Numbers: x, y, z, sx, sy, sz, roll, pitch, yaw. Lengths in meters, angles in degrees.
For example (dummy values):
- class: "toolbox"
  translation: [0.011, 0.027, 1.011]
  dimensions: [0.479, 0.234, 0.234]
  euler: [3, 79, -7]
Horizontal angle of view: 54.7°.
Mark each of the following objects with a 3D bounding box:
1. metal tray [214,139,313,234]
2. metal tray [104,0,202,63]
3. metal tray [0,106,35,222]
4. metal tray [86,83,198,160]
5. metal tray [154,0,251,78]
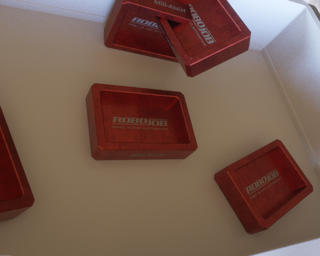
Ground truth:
- class: "metal tray"
  translation: [0.149, 0.077, 0.437]
  dimensions: [0.131, 0.030, 0.090]
  euler: [-20, 73, -36]
- class: "metal tray"
  translation: [-0.006, -0.144, 0.449]
  dimensions: [0.131, 0.090, 0.030]
  euler: [6, 62, -25]
- class: "metal tray"
  translation: [-0.174, 0.021, 0.268]
  dimensions: [0.090, 0.030, 0.130]
  euler: [6, 53, -63]
- class: "metal tray"
  translation: [-0.023, -0.007, 0.395]
  dimensions: [0.131, 0.030, 0.090]
  euler: [2, 61, -28]
- class: "metal tray"
  translation: [0.049, -0.141, 0.415]
  dimensions: [0.090, 0.030, 0.130]
  euler: [-26, 66, 0]
